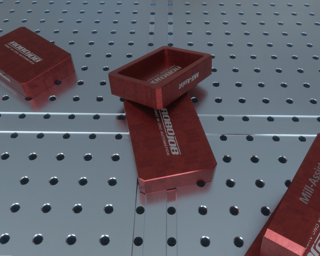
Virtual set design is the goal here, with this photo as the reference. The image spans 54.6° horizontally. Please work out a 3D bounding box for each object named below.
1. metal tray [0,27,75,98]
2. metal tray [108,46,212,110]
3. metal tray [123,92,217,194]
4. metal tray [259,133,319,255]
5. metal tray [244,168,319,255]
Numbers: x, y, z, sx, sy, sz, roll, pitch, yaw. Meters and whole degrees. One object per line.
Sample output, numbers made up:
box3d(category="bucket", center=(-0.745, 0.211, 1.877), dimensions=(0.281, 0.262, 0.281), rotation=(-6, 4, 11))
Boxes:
box3d(category="metal tray", center=(-0.214, -0.109, 0.495), dimensions=(0.130, 0.030, 0.090), rotation=(32, 57, 24))
box3d(category="metal tray", center=(0.004, -0.077, 0.441), dimensions=(0.090, 0.030, 0.131), rotation=(21, 41, 32))
box3d(category="metal tray", center=(0.008, 0.012, 0.394), dimensions=(0.091, 0.030, 0.130), rotation=(-10, 51, -8))
box3d(category="metal tray", center=(0.137, 0.078, 0.297), dimensions=(0.030, 0.090, 0.131), rotation=(24, 53, 31))
box3d(category="metal tray", center=(0.148, 0.112, 0.300), dimensions=(0.090, 0.030, 0.130), rotation=(34, 64, 23))
